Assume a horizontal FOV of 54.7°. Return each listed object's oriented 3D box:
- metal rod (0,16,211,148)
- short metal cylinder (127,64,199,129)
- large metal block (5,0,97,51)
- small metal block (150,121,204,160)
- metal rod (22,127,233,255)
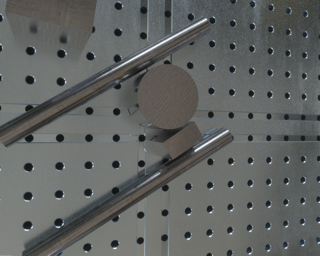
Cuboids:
[{"bbox_3d":[-0.058,-0.067,0.391,0.302,0.025,0.025,-33,101,-17],"label":"metal rod"},{"bbox_3d":[0.002,-0.038,0.401,0.081,0.050,0.079,0,90,-21],"label":"short metal cylinder"},{"bbox_3d":[-0.117,-0.127,0.340,0.081,0.080,0.050,9,87,-20],"label":"large metal block"},{"bbox_3d":[0.021,0.015,0.408,0.050,0.050,0.025,-34,101,-17],"label":"small metal block"},{"bbox_3d":[-0.028,0.081,0.403,0.302,0.025,0.025,-30,100,-18],"label":"metal rod"}]
